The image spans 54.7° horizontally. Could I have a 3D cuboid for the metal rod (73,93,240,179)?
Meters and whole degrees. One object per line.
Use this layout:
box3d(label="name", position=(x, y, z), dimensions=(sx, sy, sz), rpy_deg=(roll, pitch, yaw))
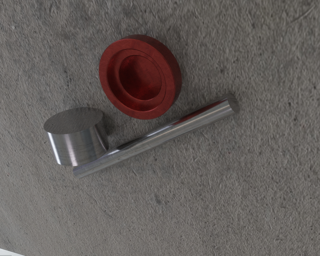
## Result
box3d(label="metal rod", position=(-0.027, 0.023, 0.435), dimensions=(0.299, 0.025, 0.025), rpy_deg=(-25, 105, 36))

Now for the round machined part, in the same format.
box3d(label="round machined part", position=(-0.020, -0.062, 0.368), dimensions=(0.098, 0.042, 0.097), rpy_deg=(13, 124, 21))

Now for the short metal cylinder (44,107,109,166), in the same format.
box3d(label="short metal cylinder", position=(-0.116, 0.010, 0.439), dimensions=(0.080, 0.080, 0.050), rpy_deg=(7, 122, 24))
